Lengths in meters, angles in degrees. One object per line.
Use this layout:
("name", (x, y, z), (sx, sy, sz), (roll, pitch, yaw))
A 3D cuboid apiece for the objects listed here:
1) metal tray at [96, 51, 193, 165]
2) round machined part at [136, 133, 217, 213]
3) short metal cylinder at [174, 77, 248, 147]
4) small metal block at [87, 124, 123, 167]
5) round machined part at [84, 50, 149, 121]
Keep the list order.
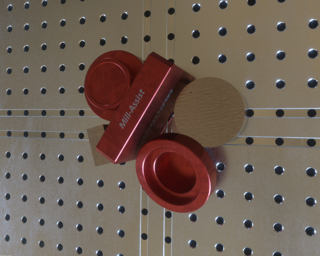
("metal tray", (-0.015, -0.021, 0.379), (0.030, 0.090, 0.129), (35, 101, 16))
("round machined part", (0.023, 0.050, 0.379), (0.098, 0.042, 0.097), (12, 117, 26))
("short metal cylinder", (0.063, -0.018, 0.373), (0.080, 0.050, 0.079), (0, 90, 20))
("small metal block", (-0.069, 0.022, 0.419), (0.025, 0.050, 0.050), (-16, 85, 19))
("round machined part", (-0.062, -0.058, 0.420), (0.098, 0.042, 0.097), (0, 90, 19))
